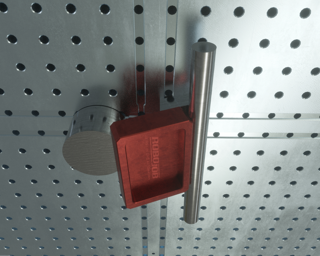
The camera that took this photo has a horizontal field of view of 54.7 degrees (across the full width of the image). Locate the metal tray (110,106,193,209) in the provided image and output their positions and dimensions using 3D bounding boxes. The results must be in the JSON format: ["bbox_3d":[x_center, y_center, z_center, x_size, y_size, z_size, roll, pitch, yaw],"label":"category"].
[{"bbox_3d":[-0.008,0.041,0.391,0.091,0.030,0.129,-14,132,-14],"label":"metal tray"}]

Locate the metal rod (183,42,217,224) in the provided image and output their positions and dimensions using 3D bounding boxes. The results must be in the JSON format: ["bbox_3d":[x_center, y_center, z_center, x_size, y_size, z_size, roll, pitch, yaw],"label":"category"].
[{"bbox_3d":[0.047,0.032,0.406,0.025,0.025,0.298,-1,130,0],"label":"metal rod"}]

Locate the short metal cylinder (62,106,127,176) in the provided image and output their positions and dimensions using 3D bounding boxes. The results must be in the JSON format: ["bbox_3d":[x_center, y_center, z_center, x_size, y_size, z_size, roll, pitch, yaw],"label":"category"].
[{"bbox_3d":[-0.082,0.017,0.408,0.081,0.050,0.079,0,130,0],"label":"short metal cylinder"}]

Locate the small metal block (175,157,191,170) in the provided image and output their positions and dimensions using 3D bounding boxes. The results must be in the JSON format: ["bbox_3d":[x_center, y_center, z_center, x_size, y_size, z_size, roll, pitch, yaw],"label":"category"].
[{"bbox_3d":[0.020,0.052,0.455,0.050,0.025,0.050,32,123,-25],"label":"small metal block"}]

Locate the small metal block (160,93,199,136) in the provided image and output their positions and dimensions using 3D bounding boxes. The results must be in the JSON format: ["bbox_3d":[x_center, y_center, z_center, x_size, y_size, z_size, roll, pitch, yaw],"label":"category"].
[{"bbox_3d":[0.031,-0.015,0.399,0.050,0.025,0.050,-12,130,9],"label":"small metal block"}]
